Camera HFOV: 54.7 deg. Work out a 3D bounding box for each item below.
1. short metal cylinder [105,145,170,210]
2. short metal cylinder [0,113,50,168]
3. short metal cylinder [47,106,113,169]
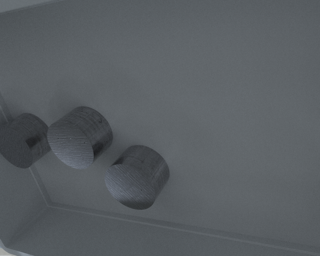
[{"bbox_3d":[-0.033,0.072,0.453,0.080,0.050,0.079,13,124,20],"label":"short metal cylinder"},{"bbox_3d":[-0.229,0.021,0.523,0.080,0.050,0.079,13,124,20],"label":"short metal cylinder"},{"bbox_3d":[-0.118,0.014,0.461,0.080,0.050,0.079,13,124,20],"label":"short metal cylinder"}]
